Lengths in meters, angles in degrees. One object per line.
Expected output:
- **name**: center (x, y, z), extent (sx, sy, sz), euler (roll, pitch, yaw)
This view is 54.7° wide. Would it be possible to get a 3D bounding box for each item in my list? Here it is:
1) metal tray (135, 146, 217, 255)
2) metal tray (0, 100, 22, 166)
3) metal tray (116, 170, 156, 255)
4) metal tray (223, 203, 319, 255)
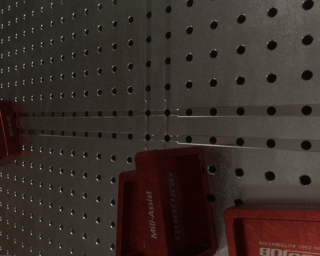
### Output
- **metal tray**: center (0.020, 0.088, 0.348), extent (0.030, 0.091, 0.129), euler (-12, 82, 39)
- **metal tray**: center (-0.357, 0.012, 0.696), extent (0.090, 0.030, 0.129), euler (-28, 73, 36)
- **metal tray**: center (-0.016, 0.128, 0.417), extent (0.090, 0.030, 0.129), euler (4, 93, 39)
- **metal tray**: center (0.131, 0.121, 0.297), extent (0.130, 0.030, 0.089), euler (-11, 83, 39)
